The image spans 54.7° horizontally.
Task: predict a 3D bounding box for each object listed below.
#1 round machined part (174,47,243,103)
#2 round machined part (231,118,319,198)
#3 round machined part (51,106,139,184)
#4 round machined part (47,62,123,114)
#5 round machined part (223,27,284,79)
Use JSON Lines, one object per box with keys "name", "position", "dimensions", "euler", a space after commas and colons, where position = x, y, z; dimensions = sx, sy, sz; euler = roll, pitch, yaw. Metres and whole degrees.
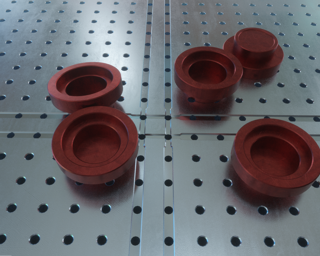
{"name": "round machined part", "position": [0.070, -0.075, 0.461], "dimensions": [0.099, 0.042, 0.098], "euler": [0, 50, 0]}
{"name": "round machined part", "position": [0.133, 0.038, 0.366], "dimensions": [0.099, 0.042, 0.098], "euler": [0, 50, 0]}
{"name": "round machined part", "position": [-0.075, 0.024, 0.373], "dimensions": [0.099, 0.042, 0.098], "euler": [1, 54, -1]}
{"name": "round machined part", "position": [-0.100, -0.049, 0.430], "dimensions": [0.099, 0.042, 0.098], "euler": [-2, 41, 2]}
{"name": "round machined part", "position": [0.153, -0.128, 0.506], "dimensions": [0.099, 0.042, 0.098], "euler": [0, 50, 0]}
